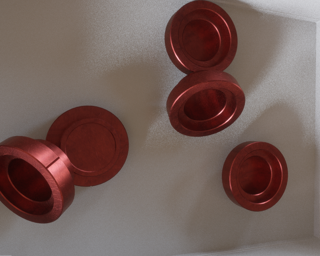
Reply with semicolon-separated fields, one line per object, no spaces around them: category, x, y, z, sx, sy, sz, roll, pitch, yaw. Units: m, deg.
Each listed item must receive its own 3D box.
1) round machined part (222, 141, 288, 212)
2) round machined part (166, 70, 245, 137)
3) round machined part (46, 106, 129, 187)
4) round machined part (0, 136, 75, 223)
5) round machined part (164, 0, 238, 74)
round machined part;0.132;0.068;0.450;0.099;0.042;0.097;0;90;-20
round machined part;0.056;-0.036;0.404;0.099;0.097;0.042;5;45;-20
round machined part;-0.085;0.022;0.370;0.099;0.042;0.097;0;90;-20
round machined part;-0.133;0.051;0.333;0.098;0.098;0.042;56;32;-12
round machined part;0.052;-0.117;0.420;0.099;0.042;0.097;0;90;-20
